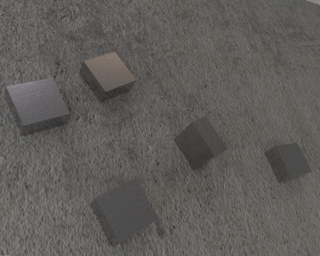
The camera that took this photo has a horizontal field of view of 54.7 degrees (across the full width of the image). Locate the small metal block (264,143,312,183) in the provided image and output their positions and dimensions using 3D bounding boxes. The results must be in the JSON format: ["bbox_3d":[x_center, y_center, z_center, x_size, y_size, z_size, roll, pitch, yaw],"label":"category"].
[{"bbox_3d":[0.197,0.053,0.477,0.050,0.025,0.050,-5,64,-30],"label":"small metal block"}]

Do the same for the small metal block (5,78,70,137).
[{"bbox_3d":[-0.136,-0.024,0.345,0.050,0.025,0.050,-19,72,-35],"label":"small metal block"}]

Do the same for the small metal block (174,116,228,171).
[{"bbox_3d":[0.052,0.021,0.402,0.025,0.050,0.050,-22,74,-36],"label":"small metal block"}]

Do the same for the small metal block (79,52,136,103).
[{"bbox_3d":[-0.069,-0.068,0.408,0.050,0.025,0.050,-29,78,-37],"label":"small metal block"}]

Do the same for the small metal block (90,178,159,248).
[{"bbox_3d":[-0.038,0.089,0.329,0.050,0.025,0.050,-22,73,-36],"label":"small metal block"}]
